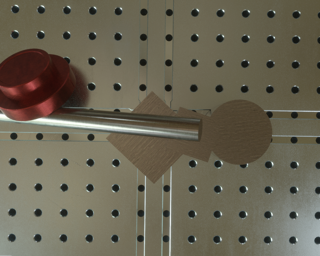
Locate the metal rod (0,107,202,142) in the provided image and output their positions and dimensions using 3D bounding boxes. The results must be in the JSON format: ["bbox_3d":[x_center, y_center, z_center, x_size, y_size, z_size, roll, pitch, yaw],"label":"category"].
[{"bbox_3d":[-0.101,-0.011,0.368,0.301,0.025,0.025,5,90,16],"label":"metal rod"}]

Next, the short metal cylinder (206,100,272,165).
[{"bbox_3d":[0.097,0.005,0.402,0.081,0.050,0.079,0,90,-1],"label":"short metal cylinder"}]

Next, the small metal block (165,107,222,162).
[{"bbox_3d":[0.038,0.007,0.362,0.050,0.025,0.050,19,90,-1],"label":"small metal block"}]

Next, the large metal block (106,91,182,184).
[{"bbox_3d":[-0.008,0.011,0.399,0.080,0.050,0.080,44,90,-1],"label":"large metal block"}]

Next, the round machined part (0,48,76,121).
[{"bbox_3d":[-0.157,-0.059,0.376,0.098,0.042,0.098,-6,51,8],"label":"round machined part"}]
